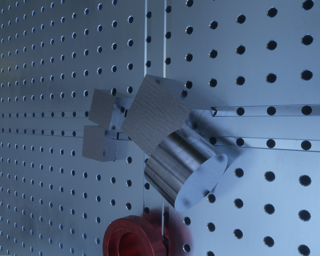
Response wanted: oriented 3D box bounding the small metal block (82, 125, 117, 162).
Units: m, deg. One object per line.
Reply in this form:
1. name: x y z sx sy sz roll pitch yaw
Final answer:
1. small metal block: -0.095 0.023 0.485 0.050 0.025 0.050 8 95 39

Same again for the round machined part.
1. round machined part: -0.030 0.168 0.421 0.098 0.042 0.097 0 90 39

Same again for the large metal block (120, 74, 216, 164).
1. large metal block: 0.008 -0.010 0.385 0.080 0.050 0.079 41 115 32

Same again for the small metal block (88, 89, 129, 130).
1. small metal block: -0.079 -0.029 0.472 0.050 0.025 0.050 23 105 37

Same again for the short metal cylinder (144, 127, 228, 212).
1. short metal cylinder: 0.030 0.046 0.348 0.050 0.081 0.079 40 114 32
